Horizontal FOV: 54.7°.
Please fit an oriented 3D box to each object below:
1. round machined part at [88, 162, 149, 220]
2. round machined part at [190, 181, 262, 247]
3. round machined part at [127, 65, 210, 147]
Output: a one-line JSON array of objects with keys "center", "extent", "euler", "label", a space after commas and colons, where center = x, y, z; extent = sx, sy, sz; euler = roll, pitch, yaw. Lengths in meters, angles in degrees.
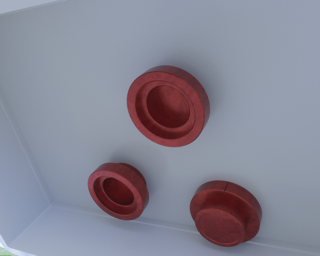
[{"center": [-0.061, 0.094, 0.488], "extent": [0.098, 0.042, 0.097], "euler": [13, 124, 21], "label": "round machined part"}, {"center": [0.087, 0.124, 0.429], "extent": [0.098, 0.042, 0.097], "euler": [13, 124, 21], "label": "round machined part"}, {"center": [0.013, -0.029, 0.373], "extent": [0.098, 0.042, 0.097], "euler": [13, 124, 21], "label": "round machined part"}]
